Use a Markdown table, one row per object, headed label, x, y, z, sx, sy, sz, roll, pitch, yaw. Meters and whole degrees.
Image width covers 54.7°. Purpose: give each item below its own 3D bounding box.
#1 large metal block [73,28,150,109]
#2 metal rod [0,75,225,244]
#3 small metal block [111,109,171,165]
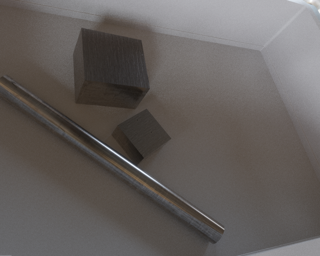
| label | x | y | z | sx | sy | sz | roll | pitch | yaw |
| --- | --- | --- | --- | --- | --- | --- | --- | --- | --- |
| large metal block | -0.065 | -0.075 | 0.401 | 0.081 | 0.050 | 0.080 | 4 | 60 | -27 |
| metal rod | -0.053 | 0.039 | 0.354 | 0.301 | 0.025 | 0.025 | 36 | 51 | -5 |
| small metal block | -0.023 | 0.011 | 0.388 | 0.050 | 0.025 | 0.050 | -34 | 81 | -38 |
